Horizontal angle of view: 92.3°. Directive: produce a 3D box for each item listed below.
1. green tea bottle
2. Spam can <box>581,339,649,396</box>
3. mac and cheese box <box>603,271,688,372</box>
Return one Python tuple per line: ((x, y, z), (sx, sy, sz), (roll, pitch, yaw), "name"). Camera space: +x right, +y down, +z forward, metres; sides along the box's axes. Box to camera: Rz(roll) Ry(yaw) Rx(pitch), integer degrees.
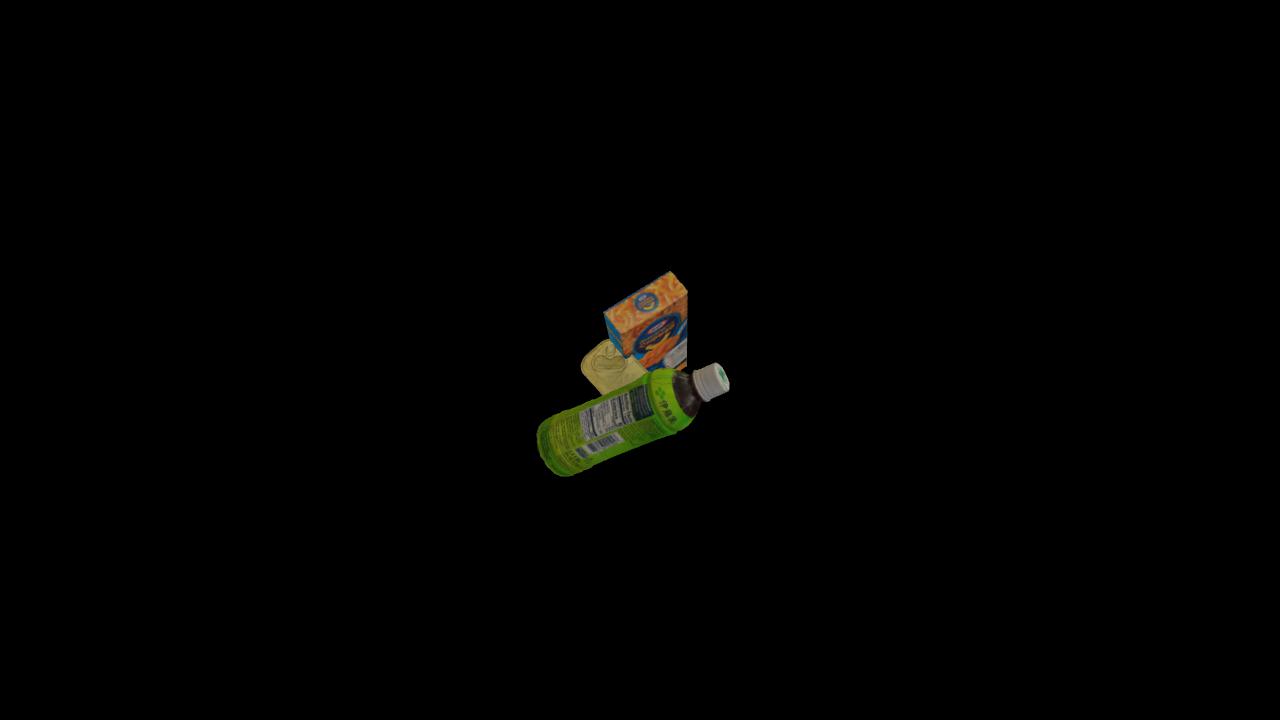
((-0.007, 0.058, 0.631), (0.212, 0.073, 0.073), (-24, -11, 26), "green tea bottle")
((-0.015, 0.036, 0.728), (0.058, 0.101, 0.085), (-40, -25, -7), "Spam can")
((0.012, -0.022, 0.746), (0.093, 0.041, 0.184), (-32, -25, -11), "mac and cheese box")
